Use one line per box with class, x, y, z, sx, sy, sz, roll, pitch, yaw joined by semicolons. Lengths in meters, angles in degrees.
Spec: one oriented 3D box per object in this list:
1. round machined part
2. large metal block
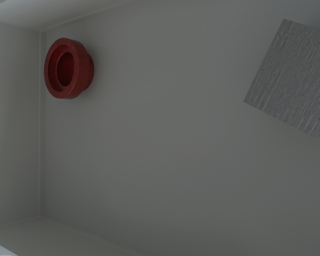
round machined part;-0.147;-0.096;0.514;0.098;0.042;0.097;0;90;39
large metal block;0.136;-0.041;0.277;0.080;0.050;0.079;34;111;34
